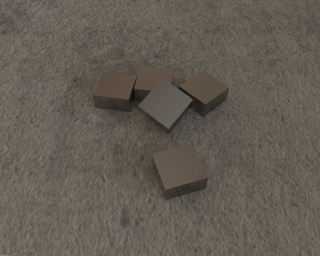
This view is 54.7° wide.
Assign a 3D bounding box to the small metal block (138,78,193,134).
[{"bbox_3d":[0.008,-0.029,0.411,0.050,0.025,0.050,38,81,12],"label":"small metal block"}]

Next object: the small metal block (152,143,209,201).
[{"bbox_3d":[0.022,0.050,0.361,0.050,0.025,0.050,-14,52,-12],"label":"small metal block"}]

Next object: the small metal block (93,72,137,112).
[{"bbox_3d":[-0.063,-0.052,0.446,0.050,0.025,0.050,8,50,6],"label":"small metal block"}]

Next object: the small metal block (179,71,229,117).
[{"bbox_3d":[0.062,-0.050,0.446,0.050,0.025,0.050,-35,59,-26],"label":"small metal block"}]

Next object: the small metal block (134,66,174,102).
[{"bbox_3d":[-0.008,-0.063,0.456,0.050,0.025,0.050,6,50,5],"label":"small metal block"}]
